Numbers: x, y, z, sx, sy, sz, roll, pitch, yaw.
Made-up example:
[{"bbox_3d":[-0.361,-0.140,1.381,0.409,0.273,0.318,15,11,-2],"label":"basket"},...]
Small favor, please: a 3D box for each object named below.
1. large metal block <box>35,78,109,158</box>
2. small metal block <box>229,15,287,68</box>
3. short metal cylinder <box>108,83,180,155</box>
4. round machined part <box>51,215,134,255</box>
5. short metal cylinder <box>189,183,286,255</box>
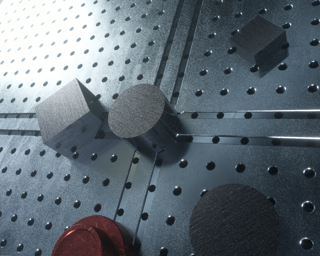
[{"bbox_3d":[-0.135,-0.016,0.471,0.080,0.050,0.080,-35,52,5],"label":"large metal block"},{"bbox_3d":[0.130,-0.115,0.410,0.050,0.025,0.050,-39,51,1],"label":"small metal block"},{"bbox_3d":[-0.020,-0.012,0.409,0.080,0.050,0.080,-13,56,20],"label":"short metal cylinder"},{"bbox_3d":[-0.083,0.147,0.349,0.098,0.042,0.098,-13,56,20],"label":"round machined part"},{"bbox_3d":[0.074,0.099,0.292,0.080,0.050,0.080,-13,56,20],"label":"short metal cylinder"}]
